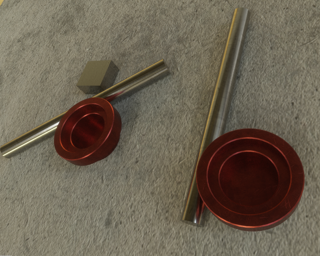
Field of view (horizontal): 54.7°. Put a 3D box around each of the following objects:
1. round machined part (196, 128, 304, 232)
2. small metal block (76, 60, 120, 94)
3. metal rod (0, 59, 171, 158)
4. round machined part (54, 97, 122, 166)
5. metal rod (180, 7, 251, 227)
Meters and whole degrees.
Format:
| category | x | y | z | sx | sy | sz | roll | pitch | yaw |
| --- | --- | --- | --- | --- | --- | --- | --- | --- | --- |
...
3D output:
| category | x | y | z | sx | sy | sz | roll | pitch | yaw |
| --- | --- | --- | --- | --- | --- | --- | --- | --- | --- |
| round machined part | 0.089 | 0.053 | 0.309 | 0.098 | 0.042 | 0.098 | -8 | 60 | 15 |
| small metal block | -0.101 | -0.083 | 0.508 | 0.050 | 0.025 | 0.050 | 4 | 64 | 30 |
| metal rod | -0.122 | -0.026 | 0.483 | 0.300 | 0.025 | 0.025 | -26 | 53 | 11 |
| round machined part | -0.096 | 0.008 | 0.438 | 0.098 | 0.042 | 0.098 | -13 | 56 | 21 |
| metal rod | 0.075 | -0.031 | 0.383 | 0.025 | 0.025 | 0.300 | 4 | 63 | 30 |
